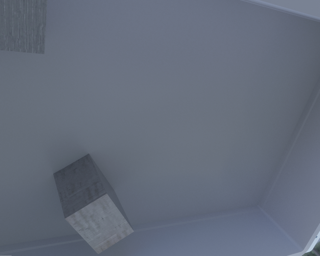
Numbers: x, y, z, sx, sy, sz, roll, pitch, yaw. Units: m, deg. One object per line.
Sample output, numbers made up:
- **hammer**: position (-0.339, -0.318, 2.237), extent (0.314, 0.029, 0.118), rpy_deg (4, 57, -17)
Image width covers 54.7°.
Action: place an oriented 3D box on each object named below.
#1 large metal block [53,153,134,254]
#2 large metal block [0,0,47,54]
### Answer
- **large metal block**: position (-0.083, 0.093, 0.385), extent (0.050, 0.080, 0.080), rpy_deg (-30, 129, -9)
- **large metal block**: position (-0.137, -0.110, 0.250), extent (0.081, 0.050, 0.079), rpy_deg (-1, 119, -28)
